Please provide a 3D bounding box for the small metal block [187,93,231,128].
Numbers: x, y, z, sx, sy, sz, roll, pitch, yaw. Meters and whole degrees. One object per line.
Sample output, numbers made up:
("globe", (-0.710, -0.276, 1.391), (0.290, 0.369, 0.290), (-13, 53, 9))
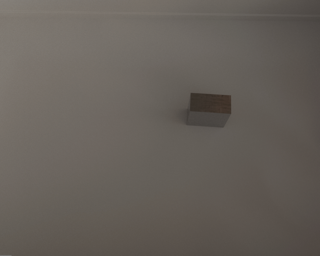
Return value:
("small metal block", (0.063, -0.022, 0.405), (0.050, 0.050, 0.025), (4, 70, 1))
